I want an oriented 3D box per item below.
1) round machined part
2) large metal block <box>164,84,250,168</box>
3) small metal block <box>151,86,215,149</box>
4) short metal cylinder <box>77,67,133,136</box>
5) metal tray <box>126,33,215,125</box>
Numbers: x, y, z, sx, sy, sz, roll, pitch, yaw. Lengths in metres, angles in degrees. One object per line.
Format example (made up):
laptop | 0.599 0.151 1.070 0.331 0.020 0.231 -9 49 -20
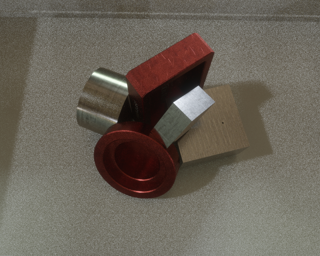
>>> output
round machined part | -0.024 0.033 0.367 0.098 0.097 0.042 19 36 6
large metal block | 0.055 -0.001 0.388 0.081 0.050 0.080 -13 75 -5
small metal block | 0.024 -0.012 0.327 0.025 0.050 0.050 46 44 7
short metal cylinder | -0.061 -0.030 0.389 0.050 0.080 0.080 21 71 7
metal tray | 0.010 -0.045 0.369 0.090 0.130 0.030 -33 75 -12
